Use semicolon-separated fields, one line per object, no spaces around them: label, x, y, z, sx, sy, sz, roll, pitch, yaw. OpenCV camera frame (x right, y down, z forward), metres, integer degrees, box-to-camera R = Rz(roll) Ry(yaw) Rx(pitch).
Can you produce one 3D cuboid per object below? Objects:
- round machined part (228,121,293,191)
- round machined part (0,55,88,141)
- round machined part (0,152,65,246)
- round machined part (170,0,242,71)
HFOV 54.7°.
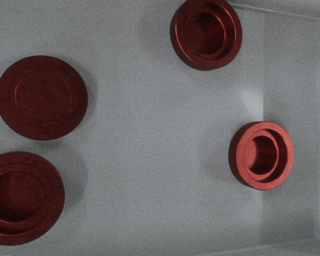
round machined part;0.142;0.039;0.454;0.099;0.042;0.097;0;90;-20
round machined part;-0.132;-0.034;0.353;0.099;0.042;0.097;0;90;-20
round machined part;-0.158;0.074;0.343;0.099;0.042;0.097;0;90;-20
round machined part;0.059;-0.126;0.423;0.099;0.042;0.097;0;90;-20
